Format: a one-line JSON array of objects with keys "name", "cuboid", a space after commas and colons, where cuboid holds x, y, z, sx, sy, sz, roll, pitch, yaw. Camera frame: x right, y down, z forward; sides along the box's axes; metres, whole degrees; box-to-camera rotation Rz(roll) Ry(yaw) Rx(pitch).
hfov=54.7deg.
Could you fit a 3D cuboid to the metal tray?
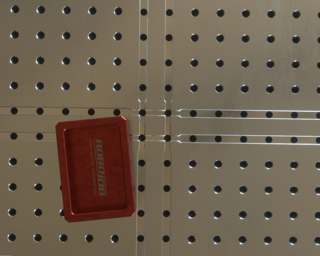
[{"name": "metal tray", "cuboid": [-0.083, 0.053, 0.409, 0.091, 0.030, 0.129, -6, 90, -1]}]
